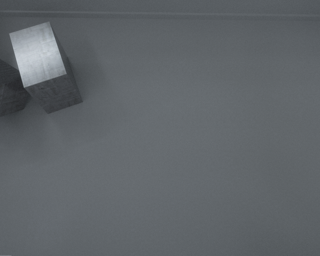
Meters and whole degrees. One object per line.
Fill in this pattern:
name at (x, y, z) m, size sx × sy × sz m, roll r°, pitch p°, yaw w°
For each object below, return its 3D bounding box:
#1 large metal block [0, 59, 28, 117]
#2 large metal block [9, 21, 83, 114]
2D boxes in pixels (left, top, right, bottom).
large metal block at (-0.229, -0.054, 0.392) m, size 0.080 × 0.080 × 0.050 m, roll 31°, pitch 117°, yaw 10°
large metal block at (-0.146, -0.076, 0.407) m, size 0.050 × 0.080 × 0.080 m, roll -20°, pitch 71°, yaw -7°
